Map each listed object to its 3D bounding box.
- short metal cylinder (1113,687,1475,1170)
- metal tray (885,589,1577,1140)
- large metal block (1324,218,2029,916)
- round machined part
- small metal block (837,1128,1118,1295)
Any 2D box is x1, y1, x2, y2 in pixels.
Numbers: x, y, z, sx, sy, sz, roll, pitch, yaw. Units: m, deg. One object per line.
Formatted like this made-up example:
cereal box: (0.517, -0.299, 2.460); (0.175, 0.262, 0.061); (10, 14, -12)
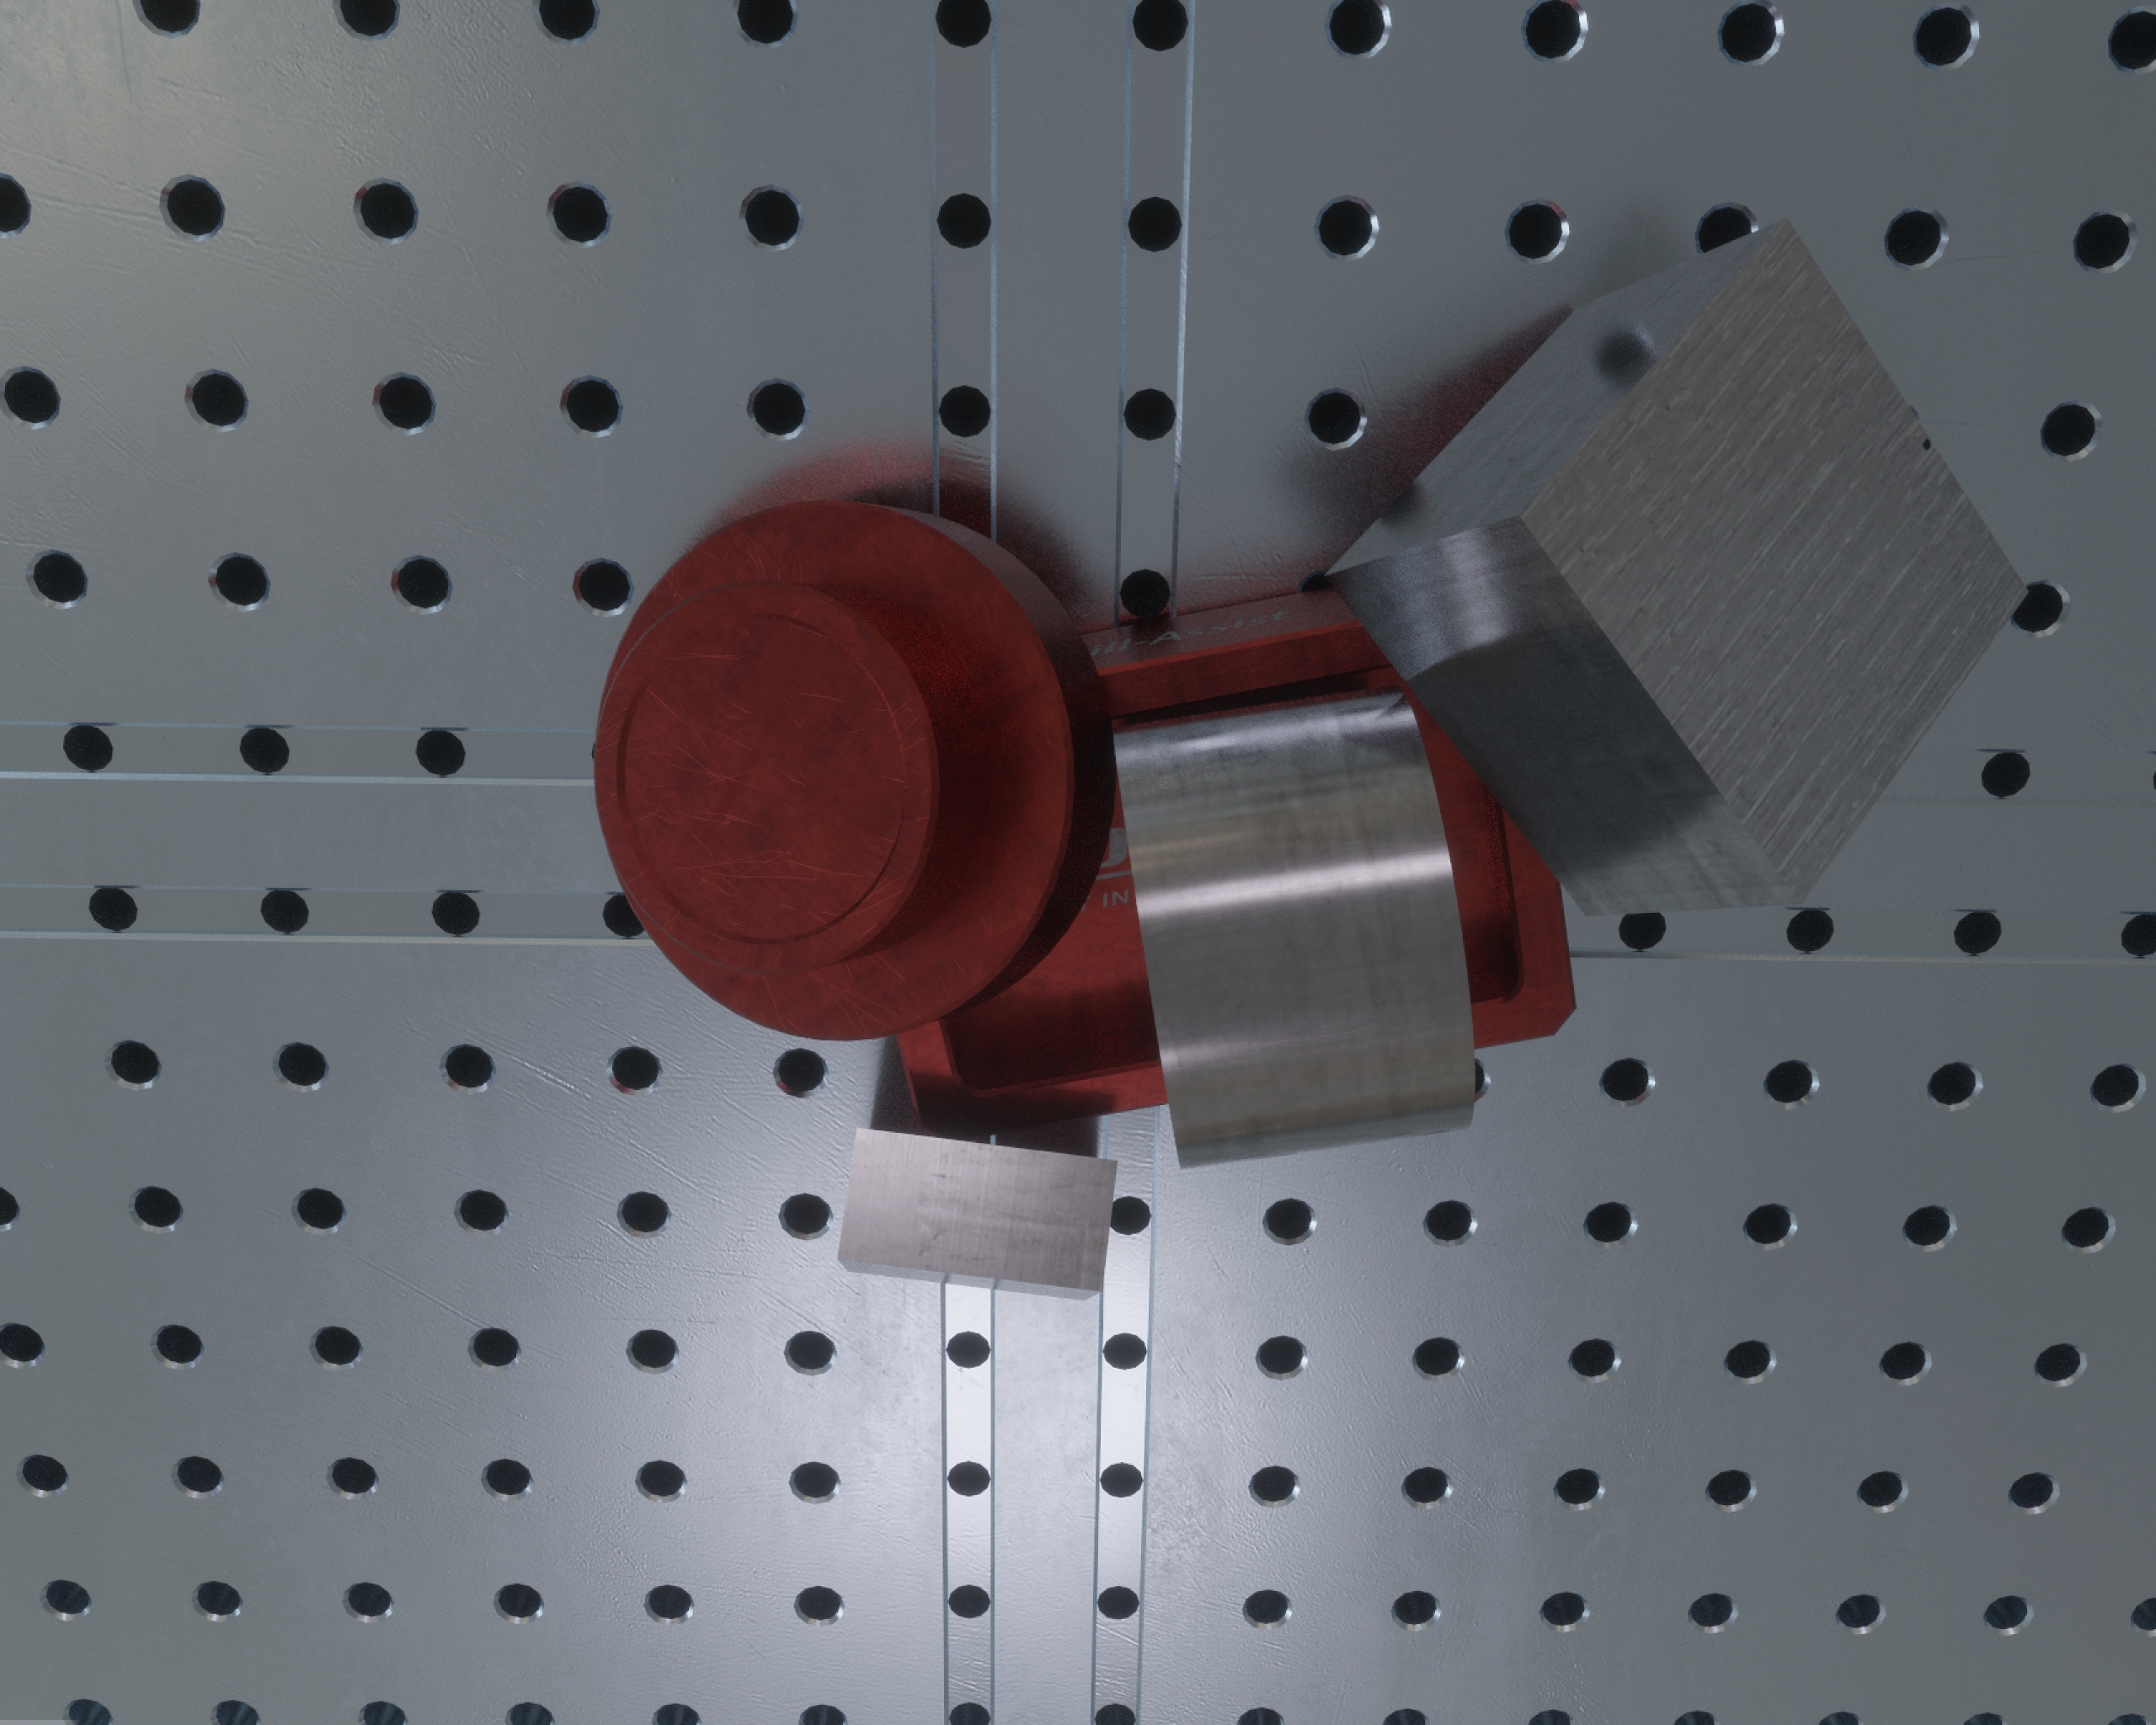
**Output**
short metal cylinder: (0.037, 0.011, 0.371); (0.050, 0.080, 0.079); (-9, 110, 2)
metal tray: (0.025, -0.001, 0.408); (0.131, 0.030, 0.089); (-11, 110, 3)
large metal block: (0.104, -0.048, 0.358); (0.080, 0.050, 0.080); (-47, 108, -23)
round machined part: (-0.047, -0.016, 0.374); (0.098, 0.042, 0.097); (2, 96, 22)
small metal block: (-0.020, 0.072, 0.420); (0.050, 0.050, 0.025); (8, 76, -2)
